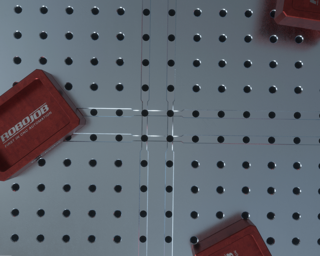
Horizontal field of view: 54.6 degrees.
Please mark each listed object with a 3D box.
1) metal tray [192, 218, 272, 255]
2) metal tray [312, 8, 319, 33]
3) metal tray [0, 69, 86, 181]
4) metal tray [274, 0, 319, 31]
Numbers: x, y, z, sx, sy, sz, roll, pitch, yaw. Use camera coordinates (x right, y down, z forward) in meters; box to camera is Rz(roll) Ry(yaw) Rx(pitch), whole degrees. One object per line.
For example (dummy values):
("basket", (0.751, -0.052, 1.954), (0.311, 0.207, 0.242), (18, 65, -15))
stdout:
("metal tray", (0.112, 0.200, 0.411), (0.090, 0.030, 0.130), (-29, 90, 0))
("metal tray", (0.221, -0.201, 0.412), (0.090, 0.030, 0.130), (-39, 90, 0))
("metal tray", (-0.178, -0.004, 0.409), (0.130, 0.030, 0.090), (-37, 90, 0))
("metal tray", (0.199, -0.190, 0.381), (0.090, 0.030, 0.129), (9, 90, 0))
